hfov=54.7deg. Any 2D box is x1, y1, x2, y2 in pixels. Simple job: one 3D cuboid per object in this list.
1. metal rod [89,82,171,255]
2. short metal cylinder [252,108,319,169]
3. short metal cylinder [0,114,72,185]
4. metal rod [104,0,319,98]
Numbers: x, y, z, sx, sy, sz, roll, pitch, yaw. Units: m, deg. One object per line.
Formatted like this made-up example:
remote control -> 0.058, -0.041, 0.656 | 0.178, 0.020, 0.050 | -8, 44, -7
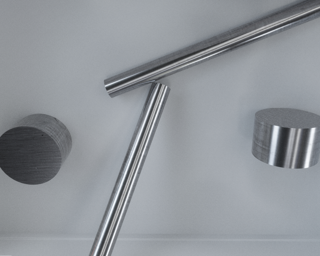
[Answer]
metal rod -> -0.048, 0.087, 0.376 | 0.025, 0.025, 0.299 | 21, 83, -8
short metal cylinder -> 0.159, 0.010, 0.388 | 0.081, 0.080, 0.050 | -1, 110, 0
short metal cylinder -> -0.162, 0.027, 0.406 | 0.081, 0.050, 0.079 | 0, 110, -1
metal rod -> 0.075, -0.101, 0.374 | 0.301, 0.025, 0.025 | -20, 109, 7
